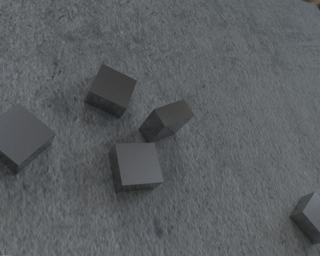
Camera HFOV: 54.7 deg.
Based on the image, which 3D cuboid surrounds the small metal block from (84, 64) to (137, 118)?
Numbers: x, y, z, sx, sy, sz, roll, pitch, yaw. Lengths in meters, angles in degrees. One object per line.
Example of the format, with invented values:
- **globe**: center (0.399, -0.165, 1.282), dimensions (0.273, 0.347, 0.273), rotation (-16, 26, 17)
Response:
- **small metal block**: center (-0.063, -0.048, 0.400), dimensions (0.050, 0.025, 0.050), rotation (25, 53, -13)

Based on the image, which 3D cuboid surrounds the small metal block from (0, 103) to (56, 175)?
- **small metal block**: center (-0.146, 0.010, 0.319), dimensions (0.050, 0.025, 0.050), rotation (40, 51, -1)

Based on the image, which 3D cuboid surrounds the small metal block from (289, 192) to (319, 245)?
- **small metal block**: center (0.223, 0.130, 0.448), dimensions (0.050, 0.025, 0.050), rotation (-33, 81, -38)

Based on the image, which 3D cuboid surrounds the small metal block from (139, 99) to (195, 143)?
- **small metal block**: center (0.008, -0.008, 0.398), dimensions (0.050, 0.050, 0.025), rotation (-21, 73, -36)

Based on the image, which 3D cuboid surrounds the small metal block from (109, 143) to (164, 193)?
- **small metal block**: center (-0.029, 0.045, 0.362), dimensions (0.050, 0.025, 0.050), rotation (1, 62, -28)
